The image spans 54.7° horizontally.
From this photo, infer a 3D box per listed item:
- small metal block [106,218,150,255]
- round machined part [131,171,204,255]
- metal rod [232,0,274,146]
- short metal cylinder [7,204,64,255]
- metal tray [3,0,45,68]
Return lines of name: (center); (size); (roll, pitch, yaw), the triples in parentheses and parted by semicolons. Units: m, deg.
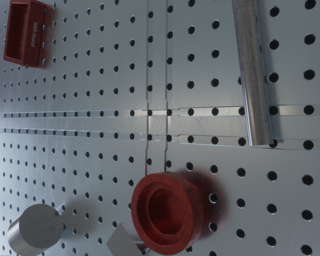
small metal block: (-0.045, 0.169, 0.447); (0.050, 0.025, 0.050); (47, 118, 30)
round machined part: (0.013, 0.103, 0.388); (0.098, 0.042, 0.097); (0, 90, 40)
metal rod: (0.091, -0.130, 0.334); (0.025, 0.025, 0.298); (-9, 84, 39)
short metal cylinder: (-0.223, 0.184, 0.558); (0.050, 0.081, 0.080); (-39, 66, 33)
metal tray: (-0.281, -0.196, 0.638); (0.090, 0.030, 0.129); (20, 102, 38)
